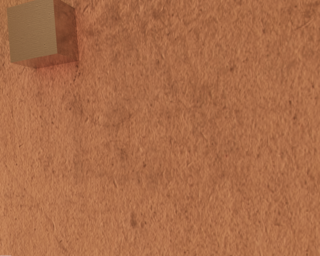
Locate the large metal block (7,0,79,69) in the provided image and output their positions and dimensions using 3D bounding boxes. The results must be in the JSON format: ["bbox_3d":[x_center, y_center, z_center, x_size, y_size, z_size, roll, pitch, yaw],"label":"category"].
[{"bbox_3d":[-0.171,-0.137,0.454,0.080,0.050,0.080,-5,88,19],"label":"large metal block"}]
